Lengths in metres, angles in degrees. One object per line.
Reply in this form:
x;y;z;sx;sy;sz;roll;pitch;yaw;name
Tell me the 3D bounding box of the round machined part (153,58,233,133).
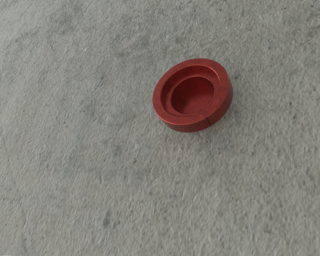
0.044;-0.037;0.392;0.098;0.042;0.098;-13;56;20;round machined part
